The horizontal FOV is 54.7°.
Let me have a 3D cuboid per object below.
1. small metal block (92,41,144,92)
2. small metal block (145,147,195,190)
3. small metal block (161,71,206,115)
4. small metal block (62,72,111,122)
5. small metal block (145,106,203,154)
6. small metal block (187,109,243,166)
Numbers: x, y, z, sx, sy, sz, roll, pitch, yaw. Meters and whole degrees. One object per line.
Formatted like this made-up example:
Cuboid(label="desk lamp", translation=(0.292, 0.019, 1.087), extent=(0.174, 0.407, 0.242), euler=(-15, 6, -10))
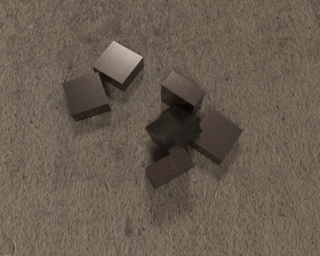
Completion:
Cuboid(label="small metal block", translation=(-0.058, -0.087, 0.439), extent=(0.050, 0.025, 0.050), euler=(31, 73, 10))
Cuboid(label="small metal block", translation=(0.010, 0.050, 0.375), extent=(0.050, 0.050, 0.025), euler=(-28, 79, -10))
Cuboid(label="small metal block", translation=(0.029, -0.042, 0.410), extent=(0.050, 0.050, 0.025), euler=(35, 74, 11))
Cuboid(label="small metal block", translation=(-0.100, -0.042, 0.422), extent=(0.050, 0.025, 0.050), euler=(-19, 71, -7))
Cuboid(label="small metal block", translation=(0.016, 0.002, 0.393), extent=(0.050, 0.025, 0.050), euler=(-36, 30, -13))
Cuboid(label="small metal block", translation=(0.071, 0.012, 0.405), extent=(0.050, 0.025, 0.050), euler=(34, 73, 11))
